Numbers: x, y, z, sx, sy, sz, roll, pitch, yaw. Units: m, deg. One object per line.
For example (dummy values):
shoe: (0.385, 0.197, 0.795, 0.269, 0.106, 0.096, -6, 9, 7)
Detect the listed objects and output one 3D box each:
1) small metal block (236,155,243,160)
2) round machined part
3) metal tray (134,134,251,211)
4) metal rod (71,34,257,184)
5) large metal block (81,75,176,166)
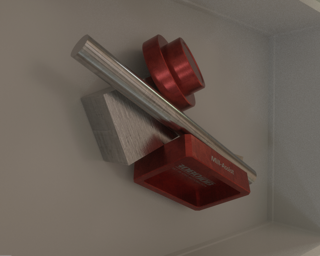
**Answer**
small metal block: (0.095, 0.064, 0.470, 0.025, 0.050, 0.050, 19, 78, -39)
round machined part: (0.022, -0.071, 0.380, 0.098, 0.042, 0.098, 54, 20, -30)
metal tray: (0.042, 0.063, 0.396, 0.130, 0.090, 0.030, 33, 42, -36)
metal rod: (0.028, -0.002, 0.363, 0.301, 0.025, 0.025, 36, 68, -35)
large metal block: (-0.033, -0.012, 0.362, 0.081, 0.050, 0.080, -29, 108, -37)
